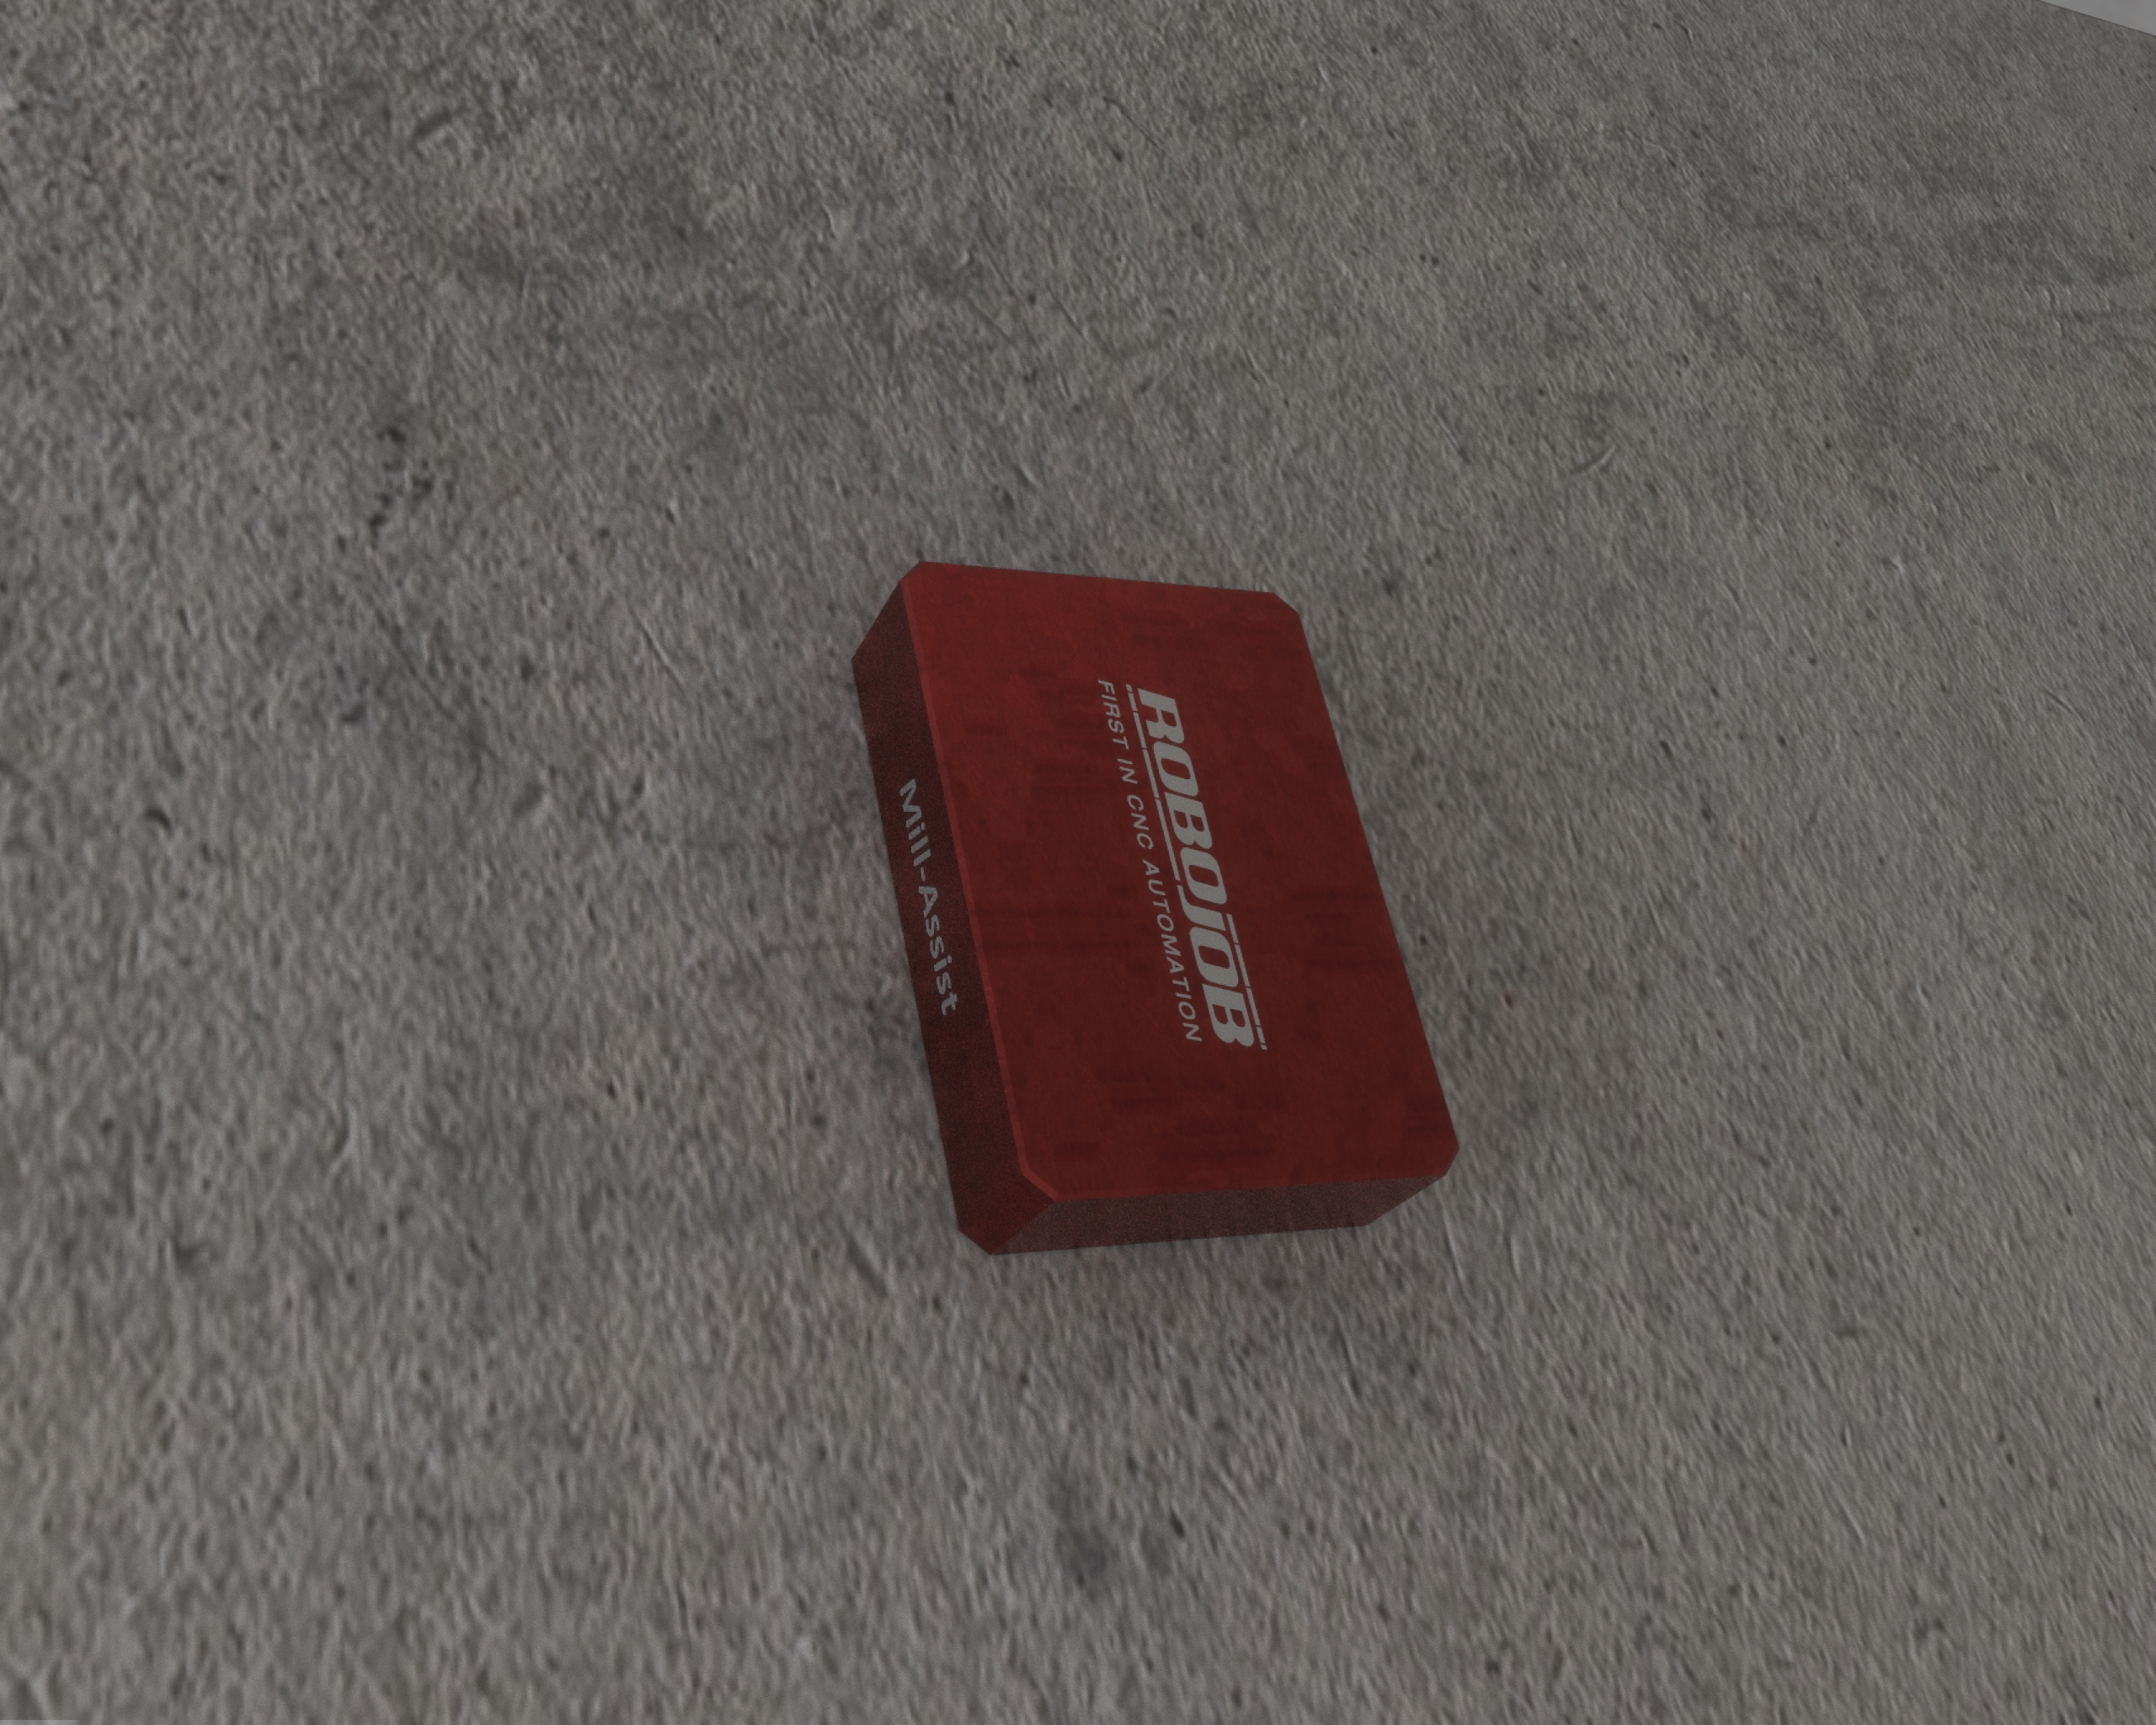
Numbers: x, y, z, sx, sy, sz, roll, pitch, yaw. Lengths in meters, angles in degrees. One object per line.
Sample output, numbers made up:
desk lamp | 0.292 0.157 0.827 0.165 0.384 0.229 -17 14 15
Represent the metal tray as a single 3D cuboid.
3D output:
metal tray | 0.013 0.006 0.403 0.091 0.030 0.130 1 61 -28
